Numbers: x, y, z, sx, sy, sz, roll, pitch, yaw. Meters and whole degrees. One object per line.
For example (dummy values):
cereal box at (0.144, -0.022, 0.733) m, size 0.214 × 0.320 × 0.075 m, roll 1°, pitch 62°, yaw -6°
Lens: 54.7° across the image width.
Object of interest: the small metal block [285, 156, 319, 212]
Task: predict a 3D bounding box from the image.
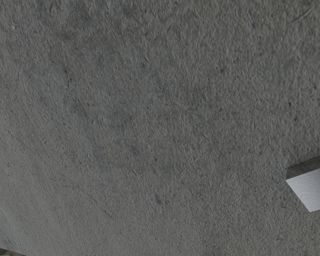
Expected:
small metal block at (0.180, 0.062, 0.350) m, size 0.050 × 0.025 × 0.050 m, roll -33°, pitch 101°, yaw 38°
